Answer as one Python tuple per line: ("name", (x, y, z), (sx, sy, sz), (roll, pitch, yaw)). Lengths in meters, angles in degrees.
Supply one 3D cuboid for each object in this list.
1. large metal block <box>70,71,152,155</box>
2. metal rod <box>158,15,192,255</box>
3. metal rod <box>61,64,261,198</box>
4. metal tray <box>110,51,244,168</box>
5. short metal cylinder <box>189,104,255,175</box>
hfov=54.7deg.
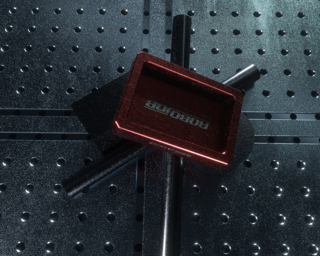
("large metal block", (-0.054, -0.014, 0.386), (0.080, 0.080, 0.050), (-32, 74, -11))
("metal rod", (0.020, 0.000, 0.388), (0.025, 0.025, 0.299), (4, 79, 1))
("metal rod", (0.010, -0.002, 0.413), (0.301, 0.025, 0.025), (-32, 74, -12))
("metal tray", (0.022, -0.018, 0.341), (0.131, 0.030, 0.090), (19, 70, -13))
("short metal cylinder", (0.072, 0.016, 0.392), (0.081, 0.050, 0.080), (0, 70, 0))
